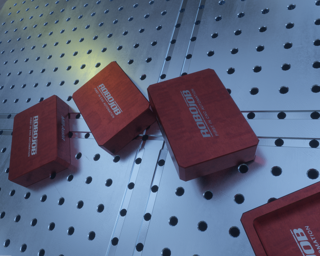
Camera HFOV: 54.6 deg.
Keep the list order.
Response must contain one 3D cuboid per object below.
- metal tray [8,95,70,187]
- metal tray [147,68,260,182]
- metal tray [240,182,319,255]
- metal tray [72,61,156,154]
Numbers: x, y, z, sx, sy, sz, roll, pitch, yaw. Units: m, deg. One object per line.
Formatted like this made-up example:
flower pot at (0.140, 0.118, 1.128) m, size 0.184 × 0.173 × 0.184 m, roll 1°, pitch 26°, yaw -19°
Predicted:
metal tray at (-0.192, 0.018, 0.497) m, size 0.090 × 0.030 × 0.130 m, roll -24°, pitch 53°, yaw 13°
metal tray at (0.046, -0.010, 0.369) m, size 0.090 × 0.030 × 0.130 m, roll -17°, pitch 52°, yaw -7°
metal tray at (0.136, 0.119, 0.260) m, size 0.090 × 0.030 × 0.130 m, roll -27°, pitch 52°, yaw 11°
metal tray at (-0.070, -0.034, 0.464) m, size 0.090 × 0.030 × 0.130 m, roll -39°, pitch 51°, yaw 1°
